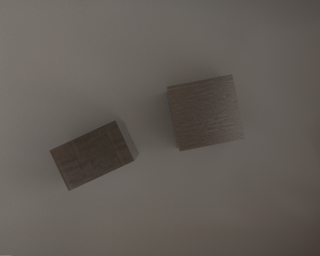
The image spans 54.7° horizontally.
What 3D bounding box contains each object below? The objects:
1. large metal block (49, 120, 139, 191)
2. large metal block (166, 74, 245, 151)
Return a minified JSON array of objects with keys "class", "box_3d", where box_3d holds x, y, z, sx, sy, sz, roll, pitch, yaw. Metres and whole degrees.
[{"class":"large metal block","box_3d":[-0.075,0.030,0.383,0.080,0.080,0.050,-25,90,0]},{"class":"large metal block","box_3d":[0.056,-0.019,0.399,0.080,0.050,0.080,-11,90,0]}]
